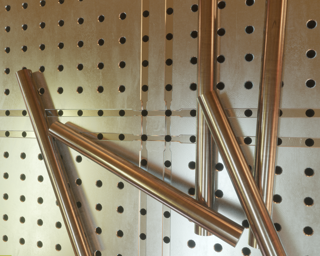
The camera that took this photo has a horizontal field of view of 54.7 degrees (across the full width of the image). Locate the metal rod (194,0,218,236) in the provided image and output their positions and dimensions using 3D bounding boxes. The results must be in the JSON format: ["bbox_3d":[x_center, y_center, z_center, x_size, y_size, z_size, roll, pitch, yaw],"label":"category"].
[{"bbox_3d":[0.058,-0.017,0.391,0.025,0.025,0.298,1,90,19],"label":"metal rod"}]

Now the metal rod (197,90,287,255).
[{"bbox_3d":[0.109,0.098,0.346,0.025,0.025,0.299,-24,82,18],"label":"metal rod"}]

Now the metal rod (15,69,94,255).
[{"bbox_3d":[-0.161,0.051,0.467,0.025,0.025,0.299,-23,82,18],"label":"metal rod"}]

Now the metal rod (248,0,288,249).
[{"bbox_3d":[0.128,-0.009,0.367,0.025,0.025,0.298,4,91,19],"label":"metal rod"}]

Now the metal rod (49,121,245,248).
[{"bbox_3d":[-0.034,0.062,0.407,0.300,0.025,0.025,26,99,24],"label":"metal rod"}]
